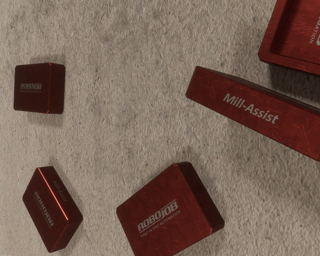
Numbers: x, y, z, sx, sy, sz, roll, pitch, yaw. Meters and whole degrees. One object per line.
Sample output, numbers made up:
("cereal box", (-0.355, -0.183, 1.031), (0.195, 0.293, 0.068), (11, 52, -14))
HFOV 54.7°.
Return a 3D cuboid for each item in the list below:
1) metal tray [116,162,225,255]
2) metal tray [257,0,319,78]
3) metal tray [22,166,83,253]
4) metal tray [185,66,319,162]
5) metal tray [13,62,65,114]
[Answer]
("metal tray", (0.007, 0.113, 0.394), (0.129, 0.030, 0.090), (-42, 65, 31))
("metal tray", (0.154, -0.111, 0.274), (0.090, 0.030, 0.129), (27, 107, 36))
("metal tray", (-0.198, 0.144, 0.562), (0.130, 0.030, 0.089), (48, 118, 29))
("metal tray", (0.099, -0.016, 0.279), (0.130, 0.091, 0.030), (31, 110, 35))
("metal tray", (-0.232, -0.075, 0.590), (0.130, 0.030, 0.089), (6, 94, 39))
